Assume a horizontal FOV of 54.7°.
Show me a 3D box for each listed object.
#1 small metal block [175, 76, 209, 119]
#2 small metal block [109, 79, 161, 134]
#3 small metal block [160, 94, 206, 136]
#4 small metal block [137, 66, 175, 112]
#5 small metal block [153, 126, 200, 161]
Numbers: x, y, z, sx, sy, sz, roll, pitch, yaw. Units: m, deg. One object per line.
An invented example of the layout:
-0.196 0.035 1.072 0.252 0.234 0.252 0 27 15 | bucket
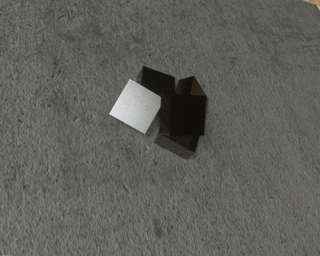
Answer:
0.044 -0.037 0.439 0.050 0.025 0.050 50 42 -38 | small metal block
-0.030 -0.027 0.392 0.050 0.025 0.050 30 88 -11 | small metal block
0.029 -0.016 0.386 0.050 0.025 0.050 0 94 -29 | small metal block
-0.007 -0.053 0.436 0.050 0.025 0.050 16 55 -20 | small metal block
0.025 0.008 0.416 0.050 0.025 0.050 29 52 -10 | small metal block
